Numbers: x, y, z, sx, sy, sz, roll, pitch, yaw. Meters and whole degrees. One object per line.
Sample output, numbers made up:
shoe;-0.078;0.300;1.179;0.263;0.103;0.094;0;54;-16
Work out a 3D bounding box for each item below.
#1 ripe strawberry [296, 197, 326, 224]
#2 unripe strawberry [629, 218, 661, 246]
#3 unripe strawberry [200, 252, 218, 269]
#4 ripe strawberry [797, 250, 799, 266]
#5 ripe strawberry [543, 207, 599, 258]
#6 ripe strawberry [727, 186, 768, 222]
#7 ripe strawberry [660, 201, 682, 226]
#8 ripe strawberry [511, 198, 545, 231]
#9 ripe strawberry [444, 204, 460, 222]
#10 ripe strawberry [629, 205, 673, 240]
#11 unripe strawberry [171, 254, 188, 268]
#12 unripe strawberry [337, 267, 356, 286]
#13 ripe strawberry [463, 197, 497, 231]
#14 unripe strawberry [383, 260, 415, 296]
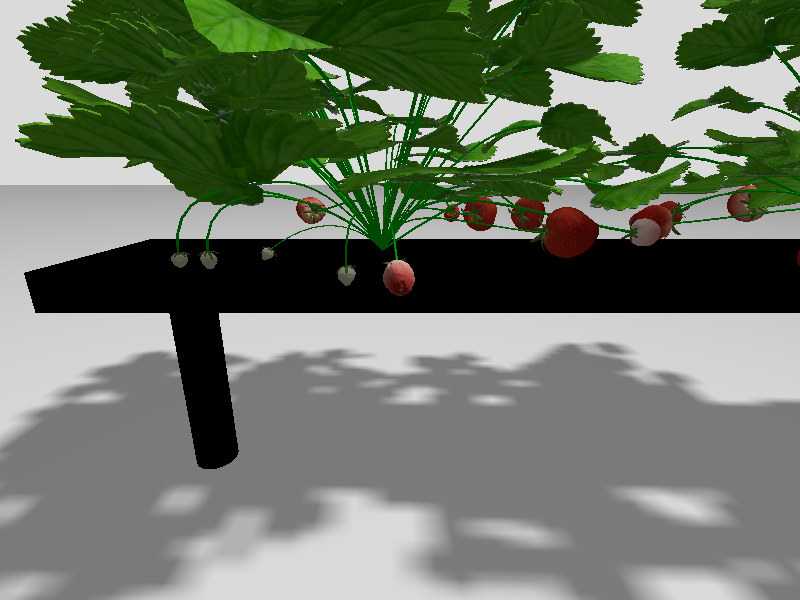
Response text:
ripe strawberry;-0.118;-0.118;0.528;0.038;0.035;0.035;-9;19;-27
unripe strawberry;0.232;-0.064;0.376;0.026;0.026;0.025;-1;18;-6
unripe strawberry;-0.125;-0.026;0.263;0.010;0.011;0.011;-14;22;-38
ripe strawberry;0.262;-0.025;0.242;0.031;0.031;0.034;-12;21;-31
ripe strawberry;0.141;-0.055;0.329;0.042;0.041;0.039;3;18;7
ripe strawberry;0.497;-0.139;0.576;0.048;0.050;0.052;4;18;14
ripe strawberry;0.338;-0.108;0.510;0.030;0.032;0.033;-10;1;-28
ripe strawberry;0.156;-0.103;0.480;0.041;0.040;0.038;-13;22;-37
ripe strawberry;0.072;-0.119;0.551;0.021;0.024;0.023;7;3;21
ripe strawberry;0.249;-0.077;0.400;0.035;0.035;0.038;4;18;15
unripe strawberry;-0.147;-0.026;0.267;0.010;0.010;0.009;-11;21;-32
unripe strawberry;-0.032;-0.014;0.240;0.011;0.011;0.011;2;18;8
ripe strawberry;0.099;-0.104;0.483;0.039;0.041;0.042;14;22;37
unripe strawberry;0.000;-0.011;0.216;0.017;0.020;0.019;-2;38;-6
